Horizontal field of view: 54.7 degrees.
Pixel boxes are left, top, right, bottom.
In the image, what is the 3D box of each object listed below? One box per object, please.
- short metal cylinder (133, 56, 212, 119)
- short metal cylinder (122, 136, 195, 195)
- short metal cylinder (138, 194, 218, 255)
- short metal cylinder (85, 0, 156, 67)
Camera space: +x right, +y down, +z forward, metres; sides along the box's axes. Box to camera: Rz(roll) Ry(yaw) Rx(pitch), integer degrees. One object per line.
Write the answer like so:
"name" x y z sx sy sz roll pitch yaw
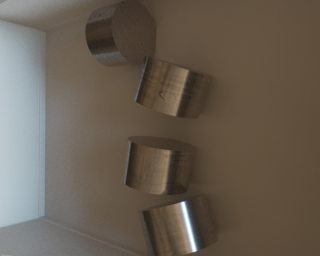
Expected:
"short metal cylinder" 0.014 -0.048 0.358 0.080 0.081 0.050 27 107 36
"short metal cylinder" -0.002 0.042 0.371 0.080 0.081 0.050 14 99 39
"short metal cylinder" 0.020 0.110 0.353 0.080 0.081 0.050 -23 76 37
"short metal cylinder" -0.050 -0.123 0.410 0.050 0.081 0.079 3 92 40
